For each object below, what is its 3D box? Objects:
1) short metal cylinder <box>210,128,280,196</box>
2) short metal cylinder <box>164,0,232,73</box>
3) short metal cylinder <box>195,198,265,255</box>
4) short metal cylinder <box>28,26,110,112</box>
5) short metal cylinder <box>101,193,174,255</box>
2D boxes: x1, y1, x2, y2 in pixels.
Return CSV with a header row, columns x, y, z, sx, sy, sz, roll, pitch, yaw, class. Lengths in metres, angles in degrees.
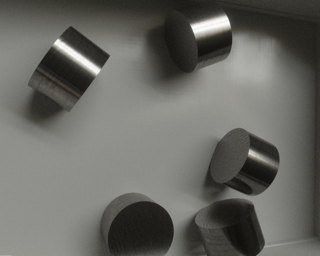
x,y,z,sx,sy,sz,roll,pitch,yaw,class
0.114,0.046,0.423,0.050,0.080,0.080,26,82,-18,short metal cylinder
0.047,-0.117,0.398,0.050,0.080,0.080,-23,98,-19,short metal cylinder
0.093,0.136,0.416,0.081,0.080,0.050,-21,97,-19,short metal cylinder
-0.100,-0.064,0.344,0.050,0.080,0.080,36,79,-17,short metal cylinder
-0.030,0.126,0.386,0.081,0.050,0.080,0,90,-20,short metal cylinder
